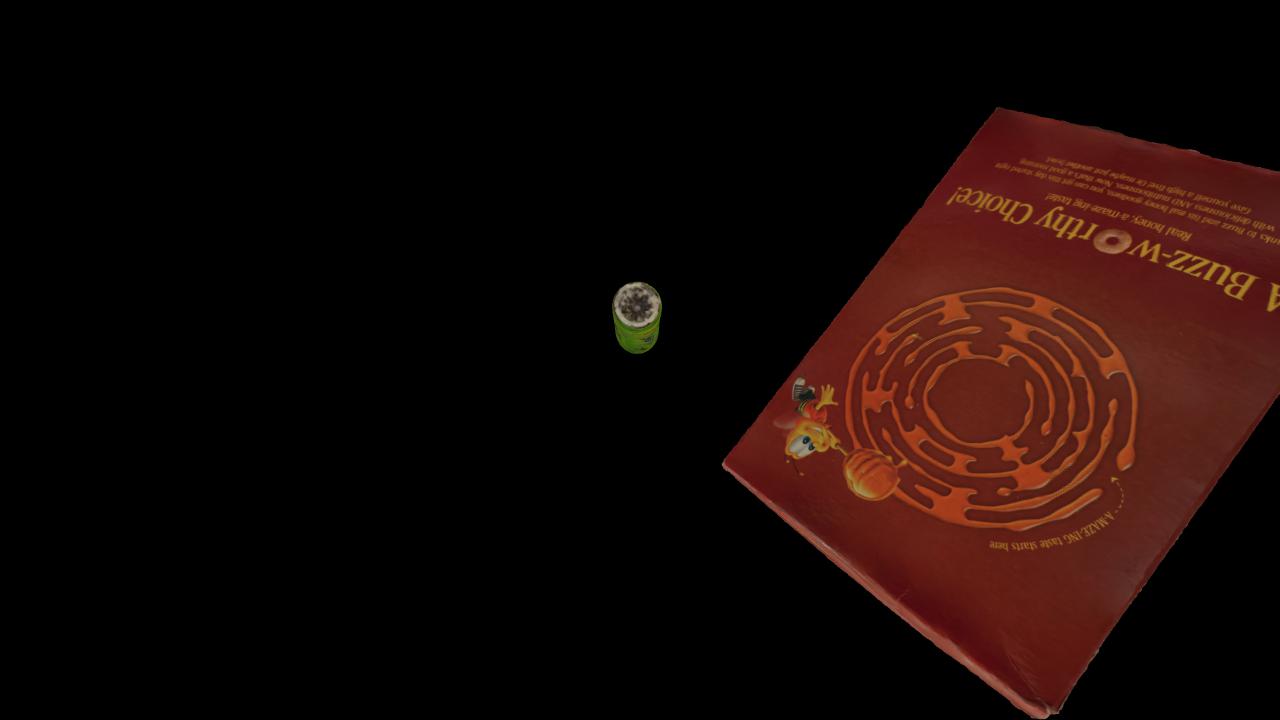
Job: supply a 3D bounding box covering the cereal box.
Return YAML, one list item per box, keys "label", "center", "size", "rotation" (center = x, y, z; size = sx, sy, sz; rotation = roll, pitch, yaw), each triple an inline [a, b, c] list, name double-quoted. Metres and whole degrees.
- label: "cereal box"
  center: [0.221, 0.010, 0.365]
  size: [0.203, 0.306, 0.081]
  rotation: [35, -4, 37]

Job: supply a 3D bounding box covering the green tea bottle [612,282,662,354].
- label: "green tea bottle"
  center: [-0.003, -0.053, 0.933]
  size: [0.073, 0.073, 0.212]
  rotation: [0, -12, 2]
